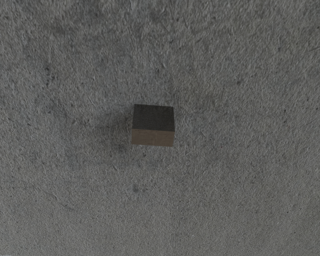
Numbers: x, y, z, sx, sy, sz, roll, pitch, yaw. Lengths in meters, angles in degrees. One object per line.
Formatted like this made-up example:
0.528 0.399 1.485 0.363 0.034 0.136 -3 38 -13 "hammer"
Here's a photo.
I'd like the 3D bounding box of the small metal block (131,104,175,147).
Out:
-0.009 -0.004 0.388 0.050 0.050 0.025 4 130 -4 "small metal block"
